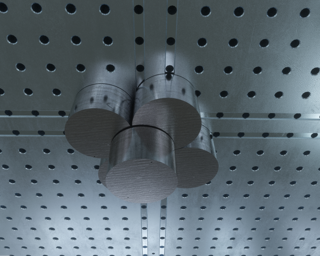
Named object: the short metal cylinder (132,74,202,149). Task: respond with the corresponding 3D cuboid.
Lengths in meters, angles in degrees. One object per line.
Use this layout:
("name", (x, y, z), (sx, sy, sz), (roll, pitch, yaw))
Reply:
("short metal cylinder", (0.008, -0.018, 0.379), (0.081, 0.050, 0.079), (0, 130, 0))

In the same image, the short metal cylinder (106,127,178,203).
("short metal cylinder", (-0.021, 0.045, 0.365), (0.081, 0.050, 0.079), (-1, 132, -1))

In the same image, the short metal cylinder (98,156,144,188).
("short metal cylinder", (-0.043, 0.049, 0.435), (0.081, 0.050, 0.079), (0, 130, 0))

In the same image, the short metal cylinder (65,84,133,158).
("short metal cylinder", (-0.072, -0.008, 0.387), (0.081, 0.050, 0.079), (0, 130, 0))

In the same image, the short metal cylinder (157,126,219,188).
("short metal cylinder", (0.037, 0.038, 0.428), (0.081, 0.050, 0.079), (0, 130, 0))
